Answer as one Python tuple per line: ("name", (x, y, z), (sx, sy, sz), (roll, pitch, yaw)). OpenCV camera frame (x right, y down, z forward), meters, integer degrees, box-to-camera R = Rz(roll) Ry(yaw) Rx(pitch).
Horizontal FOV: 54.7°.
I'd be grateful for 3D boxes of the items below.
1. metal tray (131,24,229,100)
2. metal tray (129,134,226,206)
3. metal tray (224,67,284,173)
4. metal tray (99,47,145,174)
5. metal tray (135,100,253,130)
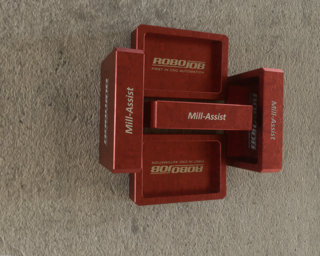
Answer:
("metal tray", (0.027, -0.084, 0.417), (0.131, 0.030, 0.089), (0, 93, -20))
("metal tray", (0.026, 0.053, 0.418), (0.131, 0.030, 0.089), (1, 89, -20))
("metal tray", (0.124, -0.010, 0.421), (0.030, 0.090, 0.129), (1, 90, -20))
("metal tray", (-0.047, -0.018, 0.358), (0.030, 0.090, 0.129), (1, 90, -21))
("metal tray", (0.038, -0.014, 0.391), (0.131, 0.090, 0.030), (1, 91, -20))
